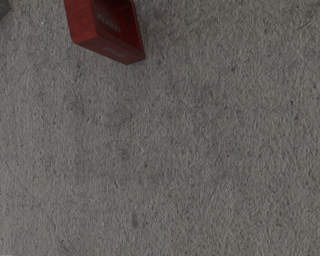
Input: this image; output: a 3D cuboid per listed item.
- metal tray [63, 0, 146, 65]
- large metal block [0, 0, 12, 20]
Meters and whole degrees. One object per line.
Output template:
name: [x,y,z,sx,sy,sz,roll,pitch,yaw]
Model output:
metal tray: [-0.064,-0.134,0.376,0.030,0.130,0.090,-14,86,20]
large metal block: [-0.303,-0.208,0.503,0.080,0.050,0.080,-34,79,16]
